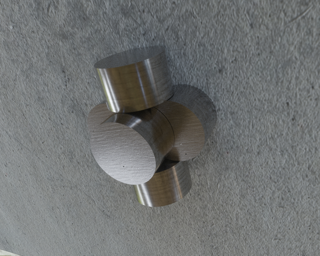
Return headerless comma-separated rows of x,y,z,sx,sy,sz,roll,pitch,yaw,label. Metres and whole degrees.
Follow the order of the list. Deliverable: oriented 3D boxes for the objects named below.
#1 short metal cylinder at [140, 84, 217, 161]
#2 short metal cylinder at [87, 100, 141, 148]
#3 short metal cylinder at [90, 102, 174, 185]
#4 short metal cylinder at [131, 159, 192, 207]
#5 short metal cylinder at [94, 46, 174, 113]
0.023,-0.007,0.374,0.080,0.050,0.079,13,124,20,short metal cylinder
-0.048,-0.007,0.411,0.080,0.050,0.079,13,124,20,short metal cylinder
-0.031,0.017,0.352,0.080,0.050,0.079,13,124,20,short metal cylinder
-0.002,0.058,0.408,0.080,0.080,0.050,0,119,27,short metal cylinder
-0.028,-0.057,0.351,0.080,0.080,0.050,0,118,28,short metal cylinder
